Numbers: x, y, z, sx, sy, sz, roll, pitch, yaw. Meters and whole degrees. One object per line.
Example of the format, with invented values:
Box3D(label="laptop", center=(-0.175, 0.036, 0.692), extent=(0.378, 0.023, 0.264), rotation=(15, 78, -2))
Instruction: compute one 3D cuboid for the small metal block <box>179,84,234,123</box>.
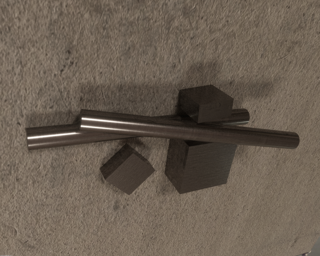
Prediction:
Box3D(label="small metal block", center=(0.059, -0.033, 0.404), extent=(0.050, 0.050, 0.025), rotation=(-12, 123, -23))

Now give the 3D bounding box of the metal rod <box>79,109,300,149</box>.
Box3D(label="metal rod", center=(0.053, 0.005, 0.394), extent=(0.302, 0.025, 0.025), rotation=(6, 116, -21))

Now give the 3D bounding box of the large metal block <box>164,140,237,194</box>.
Box3D(label="large metal block", center=(0.058, 0.042, 0.451), extent=(0.081, 0.050, 0.079), rotation=(-7, 122, -25))

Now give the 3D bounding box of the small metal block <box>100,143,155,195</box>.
Box3D(label="small metal block", center=(-0.044, 0.057, 0.420), extent=(0.050, 0.025, 0.050), rotation=(-44, 130, 2))

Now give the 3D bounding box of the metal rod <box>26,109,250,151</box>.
Box3D(label="metal rod", center=(-0.009, -0.003, 0.401), extent=(0.303, 0.025, 0.025), rotation=(-6, 121, -26))
